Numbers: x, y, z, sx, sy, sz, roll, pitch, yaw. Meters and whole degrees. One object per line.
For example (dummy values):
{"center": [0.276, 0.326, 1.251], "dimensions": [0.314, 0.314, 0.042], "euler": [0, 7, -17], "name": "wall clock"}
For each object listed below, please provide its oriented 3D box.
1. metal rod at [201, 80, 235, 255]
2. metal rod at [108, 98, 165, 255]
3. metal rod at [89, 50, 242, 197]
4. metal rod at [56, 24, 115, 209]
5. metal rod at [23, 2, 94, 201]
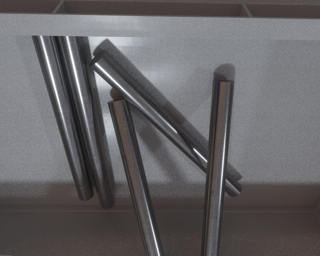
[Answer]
{"center": [0.071, 0.088, 0.405], "dimensions": [0.025, 0.025, 0.298], "euler": [1, 105, -2], "name": "metal rod"}
{"center": [-0.022, 0.108, 0.414], "dimensions": [0.025, 0.025, 0.298], "euler": [-10, 103, 8], "name": "metal rod"}
{"center": [0.025, 0.011, 0.418], "dimensions": [0.025, 0.025, 0.300], "euler": [-32, 124, 24], "name": "metal rod"}
{"center": [-0.091, 0.011, 0.416], "dimensions": [0.025, 0.025, 0.298], "euler": [-1, 130, 1], "name": "metal rod"}
{"center": [-0.120, -0.007, 0.401], "dimensions": [0.025, 0.025, 0.298], "euler": [-1, 130, 0], "name": "metal rod"}
